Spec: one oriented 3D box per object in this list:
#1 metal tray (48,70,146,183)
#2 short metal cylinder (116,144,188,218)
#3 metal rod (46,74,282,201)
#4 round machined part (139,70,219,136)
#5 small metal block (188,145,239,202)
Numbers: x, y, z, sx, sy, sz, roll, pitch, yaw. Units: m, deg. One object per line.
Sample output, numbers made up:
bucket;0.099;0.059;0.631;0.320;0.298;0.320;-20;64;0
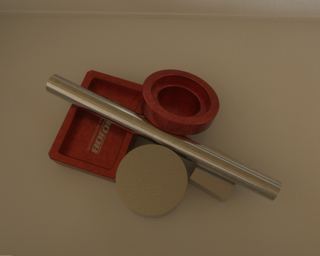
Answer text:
metal tray;-0.074;-0.004;0.405;0.090;0.030;0.130;18;71;6
short metal cylinder;-0.009;0.065;0.370;0.081;0.050;0.080;0;70;0
metal rod;-0.001;0.008;0.374;0.301;0.025;0.025;26;72;6
round machined part;0.022;-0.028;0.396;0.099;0.042;0.098;9;47;-10
small metal block;0.070;0.057;0.388;0.050;0.025;0.050;30;72;10
